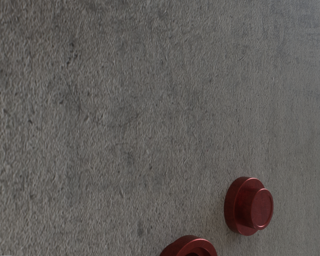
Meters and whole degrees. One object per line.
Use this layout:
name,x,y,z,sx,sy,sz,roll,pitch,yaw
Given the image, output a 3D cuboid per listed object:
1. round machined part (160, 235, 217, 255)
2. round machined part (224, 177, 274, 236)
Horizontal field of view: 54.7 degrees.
round machined part,0.032,0.195,0.421,0.099,0.042,0.097,0,90,-40
round machined part,0.156,0.134,0.524,0.099,0.042,0.097,0,90,-40
